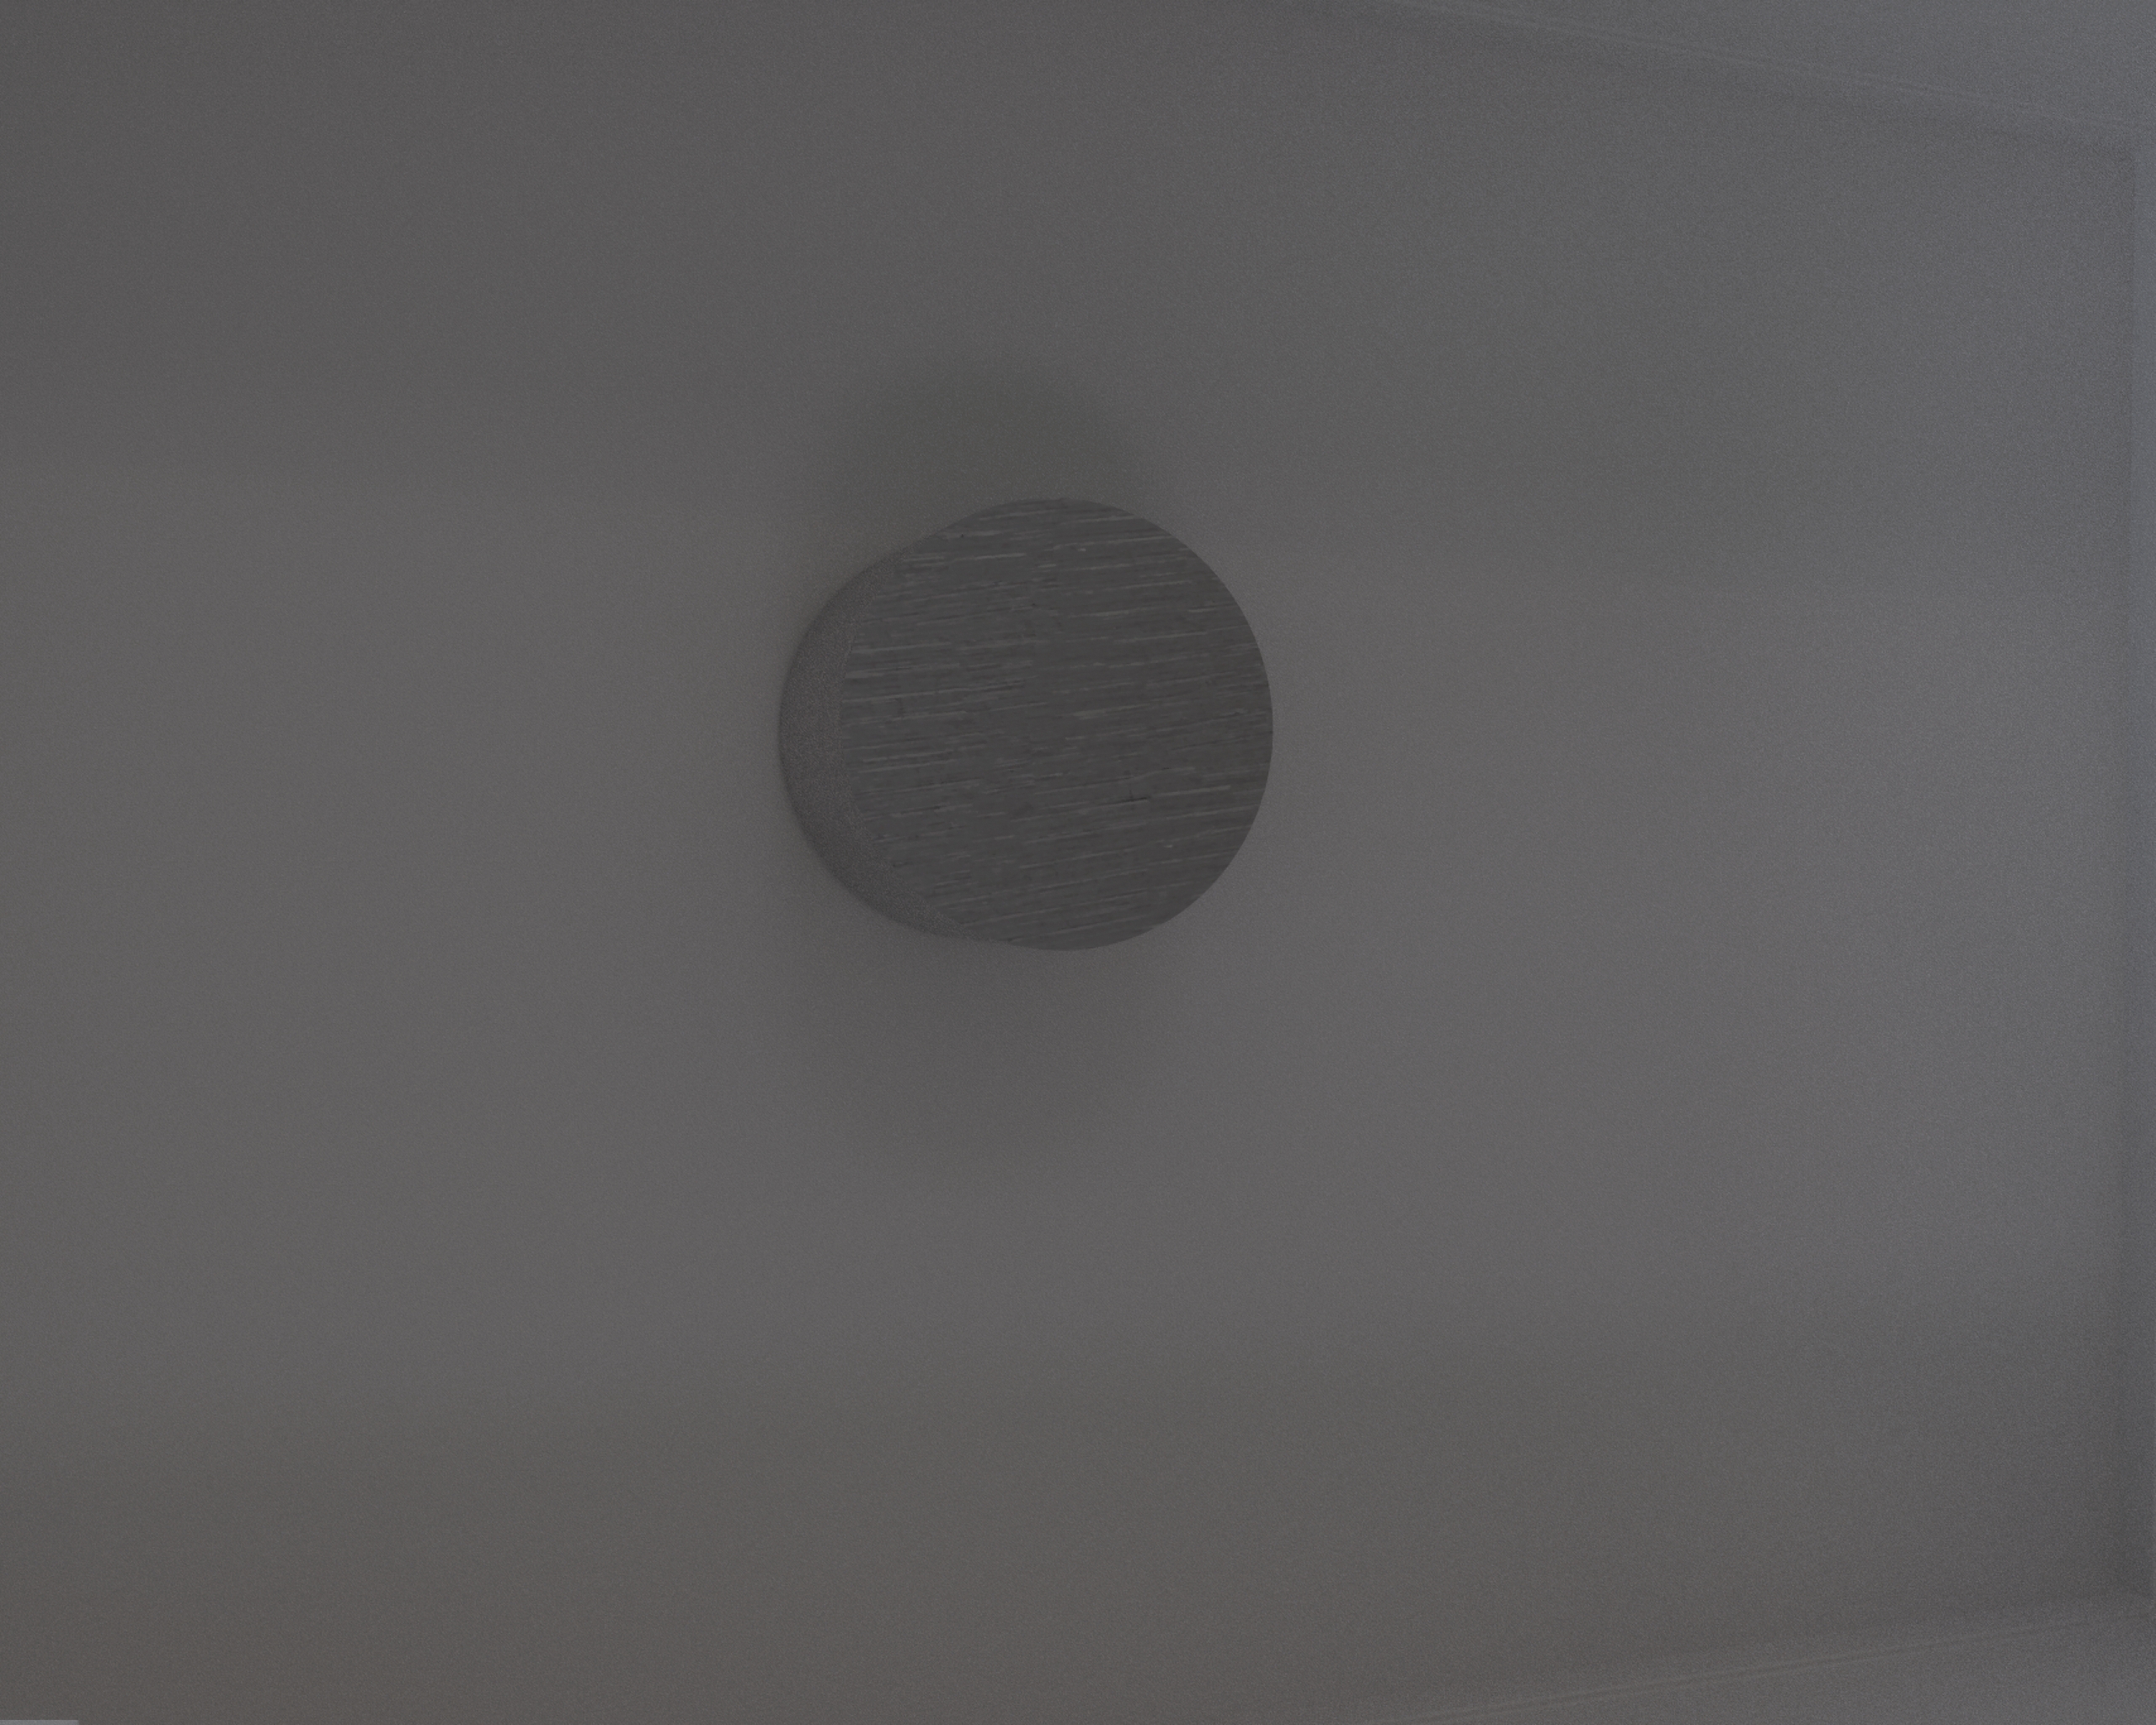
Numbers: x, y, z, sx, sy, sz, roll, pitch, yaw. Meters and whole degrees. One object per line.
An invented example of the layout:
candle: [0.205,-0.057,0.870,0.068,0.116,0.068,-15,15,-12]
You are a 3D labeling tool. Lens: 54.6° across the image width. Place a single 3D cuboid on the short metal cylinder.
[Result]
short metal cylinder: [-0.011,-0.024,0.391,0.081,0.050,0.080,0,90,-20]
